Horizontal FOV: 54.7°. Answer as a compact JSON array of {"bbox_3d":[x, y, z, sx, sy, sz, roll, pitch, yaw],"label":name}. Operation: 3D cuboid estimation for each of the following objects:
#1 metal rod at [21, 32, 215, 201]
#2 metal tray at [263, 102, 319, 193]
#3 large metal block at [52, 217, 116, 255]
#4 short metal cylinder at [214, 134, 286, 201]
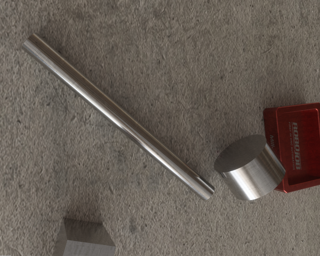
[{"bbox_3d":[-0.041,-0.004,0.394,0.300,0.025,0.025,41,77,-16],"label":"metal rod"},{"bbox_3d":[0.215,0.029,0.487,0.091,0.030,0.129,-8,93,-20],"label":"metal tray"},{"bbox_3d":[-0.092,0.155,0.347,0.050,0.080,0.080,16,85,-20],"label":"large metal block"},{"bbox_3d":[0.122,0.053,0.427,0.080,0.080,0.050,-40,103,-16],"label":"short metal cylinder"}]
